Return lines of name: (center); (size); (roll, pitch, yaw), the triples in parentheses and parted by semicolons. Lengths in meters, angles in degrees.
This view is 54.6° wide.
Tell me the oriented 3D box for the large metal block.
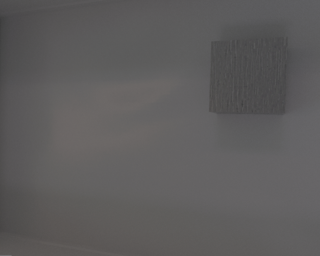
large metal block: (0.103, -0.057, 0.361); (0.080, 0.050, 0.080); (2, 91, 20)
